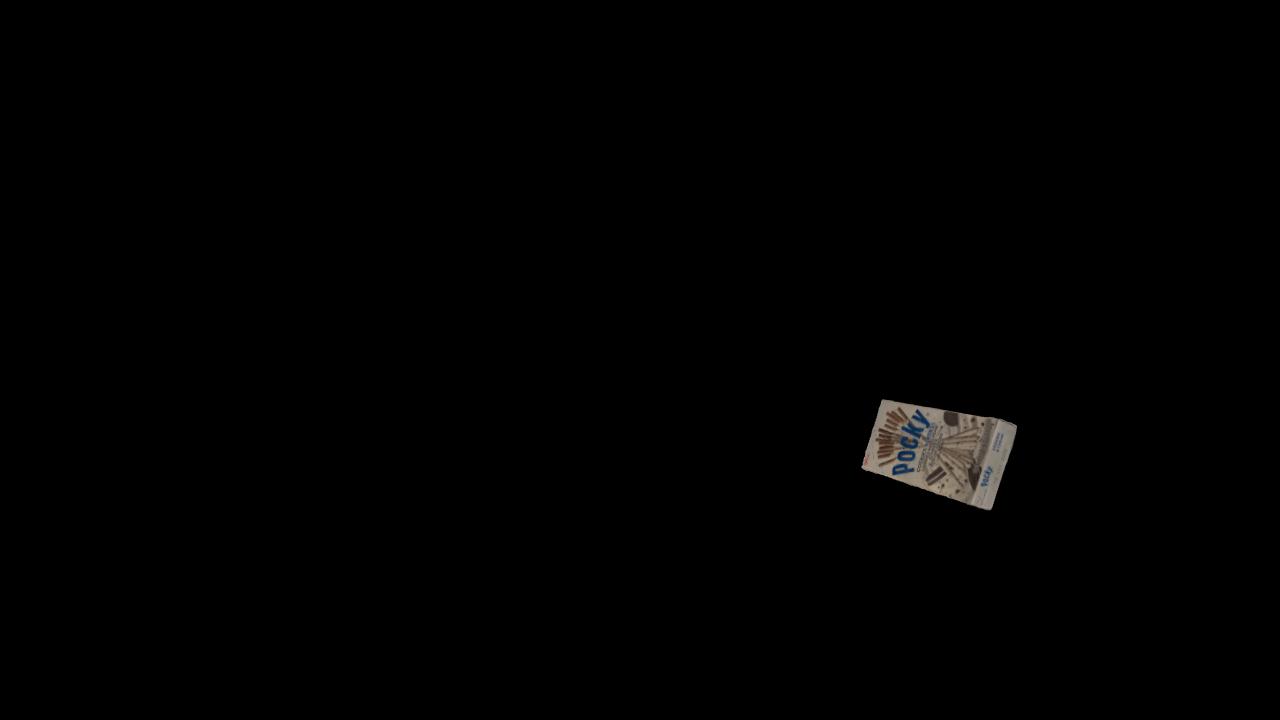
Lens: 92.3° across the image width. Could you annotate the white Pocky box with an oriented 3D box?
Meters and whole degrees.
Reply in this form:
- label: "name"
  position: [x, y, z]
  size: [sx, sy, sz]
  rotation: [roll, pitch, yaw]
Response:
- label: "white Pocky box"
  position: [0.293, 0.089, 0.618]
  size: [0.028, 0.084, 0.154]
  rotation: [20, -3, -18]
